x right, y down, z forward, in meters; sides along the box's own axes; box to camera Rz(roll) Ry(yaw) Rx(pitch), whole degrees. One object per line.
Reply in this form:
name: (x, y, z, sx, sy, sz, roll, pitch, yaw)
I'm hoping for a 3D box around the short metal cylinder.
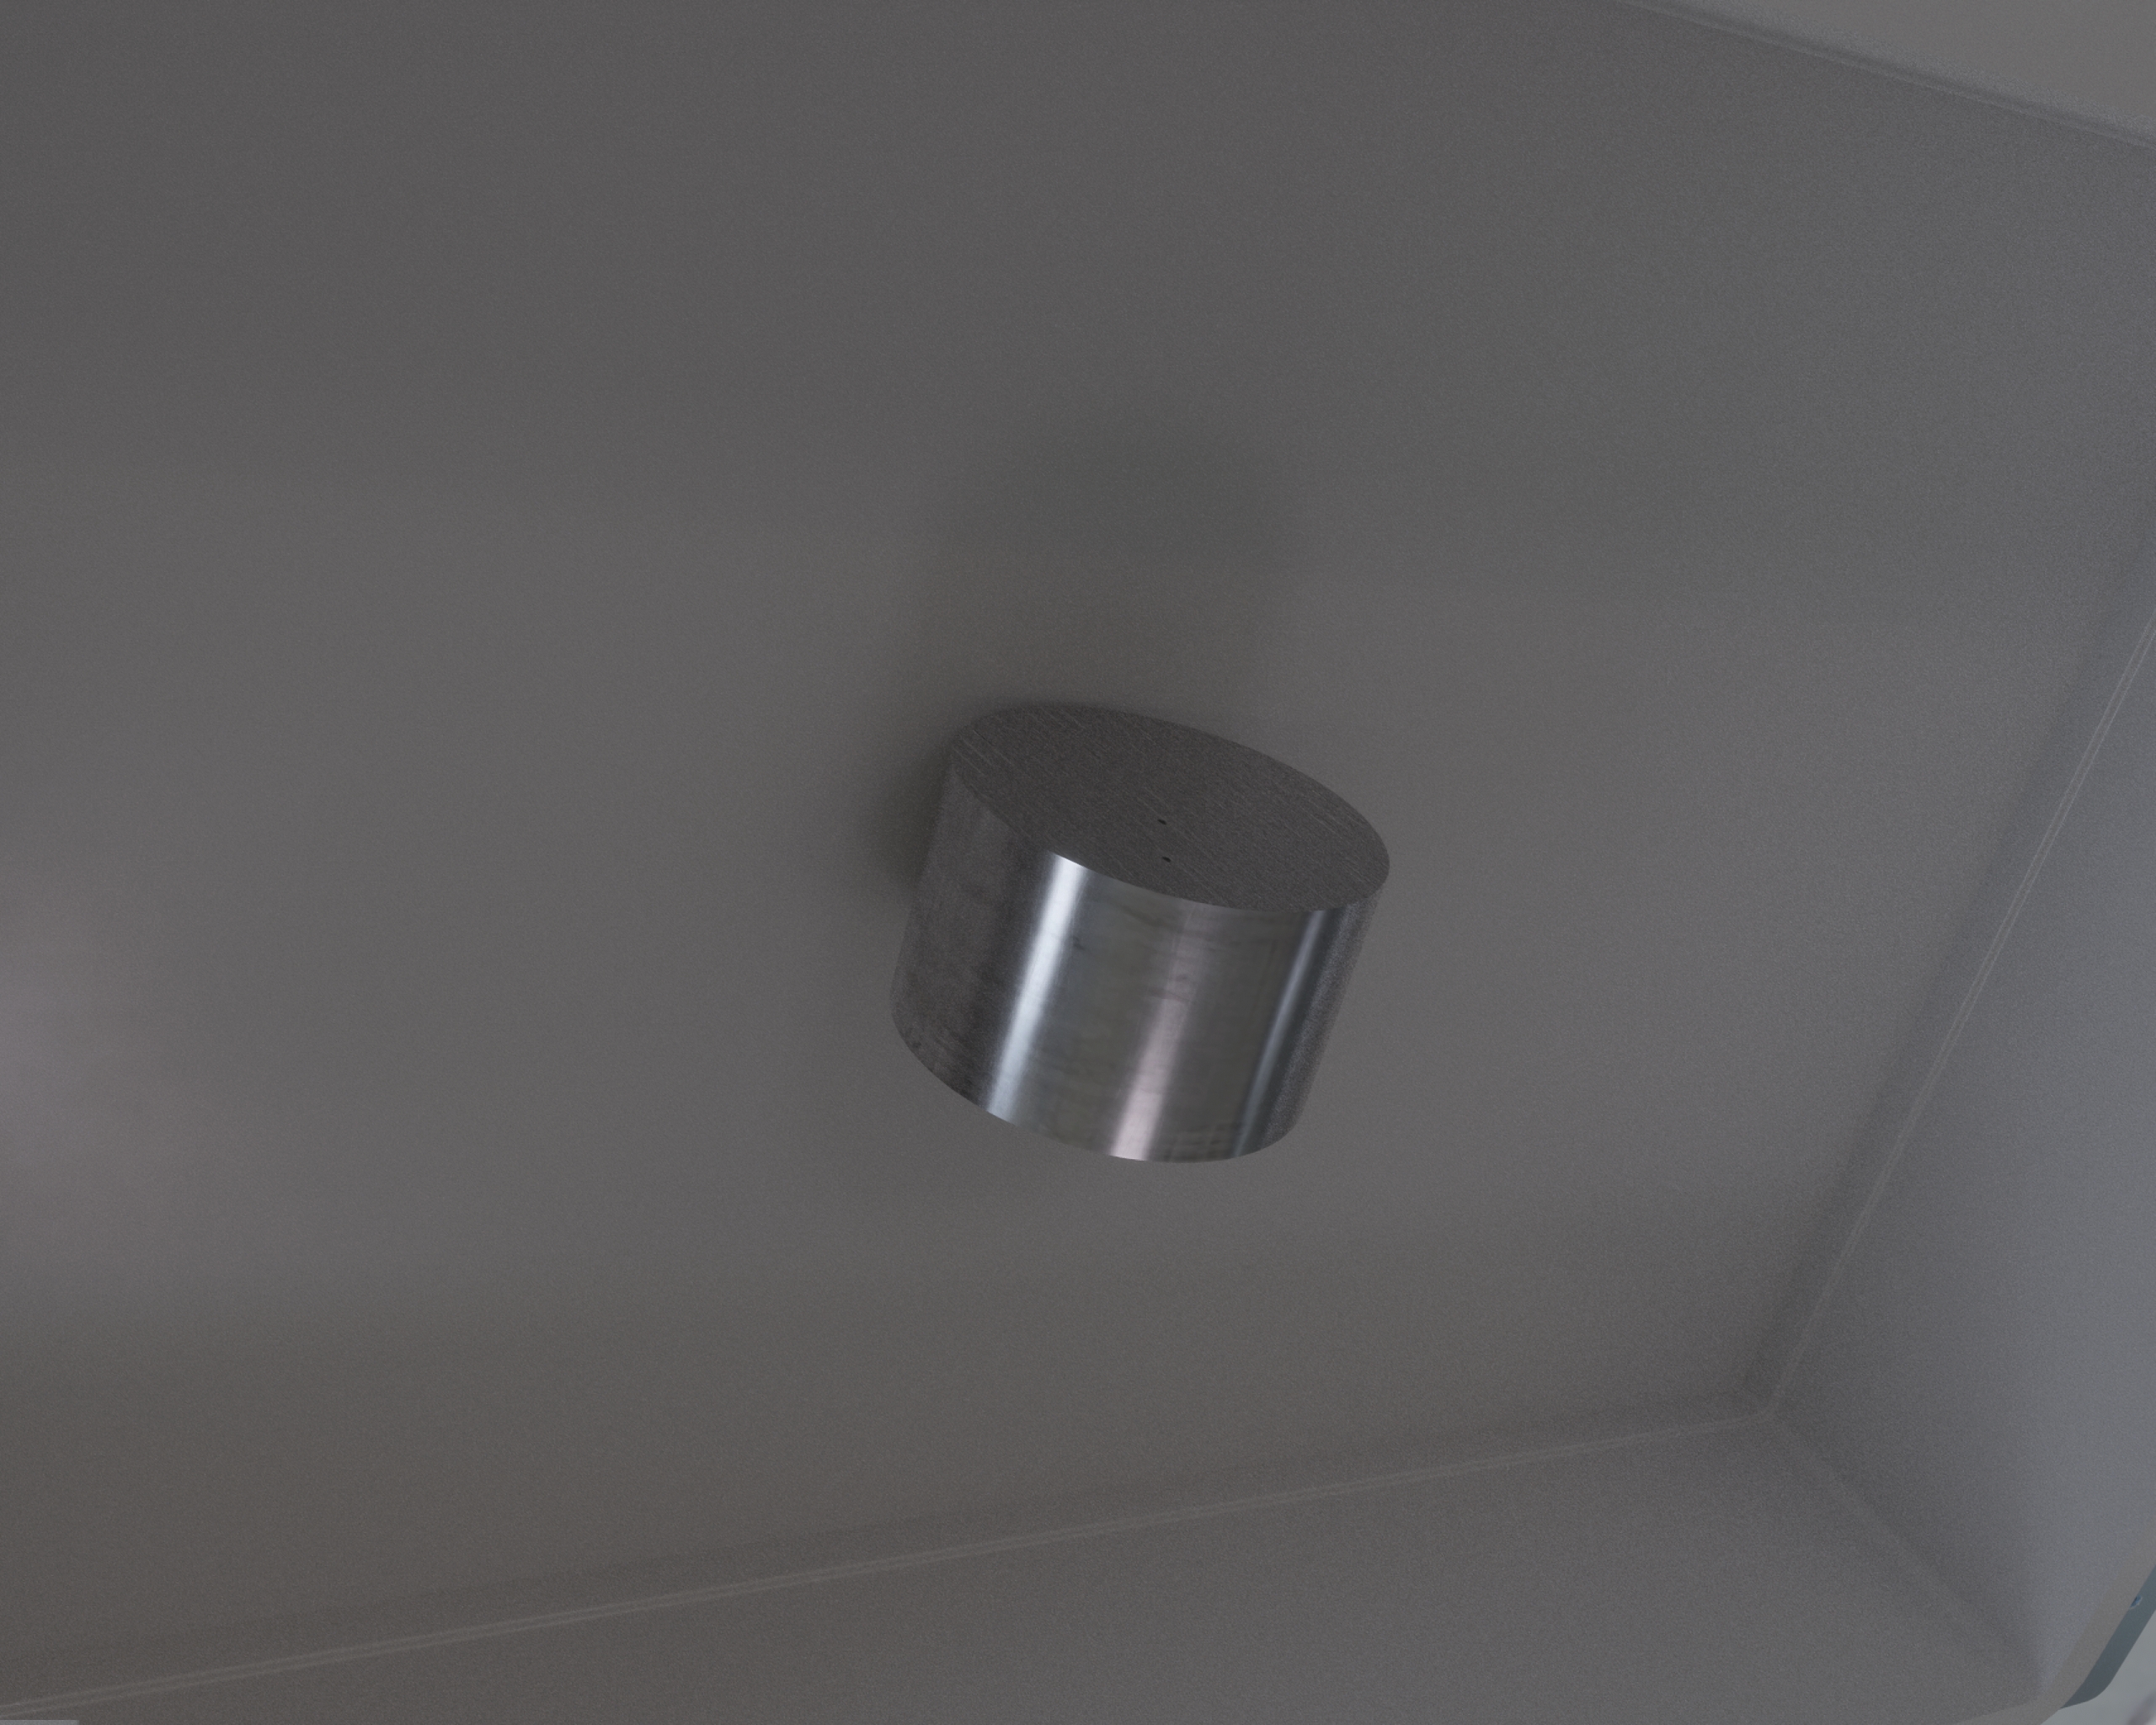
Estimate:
short metal cylinder: (0.010, 0.011, 0.381, 0.081, 0.080, 0.050, 2, 118, -29)
